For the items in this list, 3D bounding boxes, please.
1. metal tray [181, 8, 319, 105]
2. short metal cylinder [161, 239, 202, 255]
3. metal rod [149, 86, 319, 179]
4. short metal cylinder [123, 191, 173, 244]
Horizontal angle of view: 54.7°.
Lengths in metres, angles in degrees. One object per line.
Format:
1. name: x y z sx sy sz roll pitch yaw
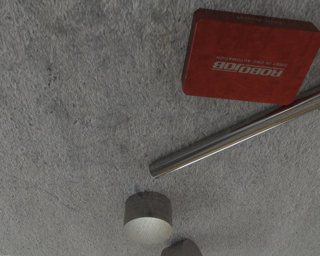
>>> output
1. metal tray: 0.095 -0.075 0.341 0.131 0.030 0.089 5 130 -5
2. short metal cylinder: 0.045 0.262 0.595 0.050 0.080 0.080 -31 124 23
3. metal rod: 0.116 0.001 0.409 0.300 0.025 0.025 -27 125 20
4. short metal cylinder: -0.020 0.151 0.519 0.081 0.050 0.079 0 130 0
